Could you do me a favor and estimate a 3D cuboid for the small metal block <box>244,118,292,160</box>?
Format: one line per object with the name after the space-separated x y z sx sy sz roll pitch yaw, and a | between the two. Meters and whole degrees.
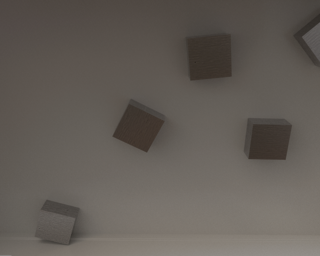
0.144 0.015 0.418 0.050 0.025 0.050 1 110 -1 | small metal block

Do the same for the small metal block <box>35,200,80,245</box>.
-0.153 0.141 0.462 0.050 0.025 0.050 16 109 -6 | small metal block

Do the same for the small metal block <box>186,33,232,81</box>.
0.060 -0.088 0.379 0.050 0.025 0.050 -6 110 2 | small metal block

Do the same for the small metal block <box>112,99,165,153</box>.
-0.028 -0.003 0.410 0.050 0.025 0.050 26 108 -10 | small metal block

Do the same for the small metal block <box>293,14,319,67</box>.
0.201 -0.109 0.373 0.050 0.025 0.050 -40 106 13 | small metal block
